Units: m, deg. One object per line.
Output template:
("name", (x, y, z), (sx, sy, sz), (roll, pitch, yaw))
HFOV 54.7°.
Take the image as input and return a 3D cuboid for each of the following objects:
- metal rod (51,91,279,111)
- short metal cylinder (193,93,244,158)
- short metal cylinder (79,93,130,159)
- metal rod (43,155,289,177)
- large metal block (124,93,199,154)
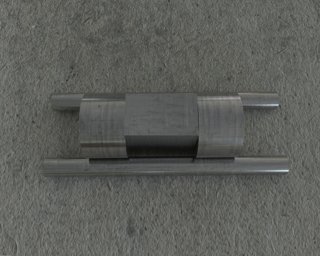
("metal rod", (0.007, -0.036, 0.423), (0.302, 0.025, 0.025), (0, 70, -1))
("short metal cylinder", (0.068, -0.003, 0.381), (0.050, 0.080, 0.080), (-1, 70, 0))
("short metal cylinder", (-0.064, -0.003, 0.380), (0.050, 0.080, 0.080), (-1, 70, 0))
("metal rod", (0.008, 0.048, 0.392), (0.302, 0.025, 0.025), (0, 70, -1))
("large metal block", (0.002, -0.002, 0.378), (0.081, 0.080, 0.050), (0, 70, 0))
